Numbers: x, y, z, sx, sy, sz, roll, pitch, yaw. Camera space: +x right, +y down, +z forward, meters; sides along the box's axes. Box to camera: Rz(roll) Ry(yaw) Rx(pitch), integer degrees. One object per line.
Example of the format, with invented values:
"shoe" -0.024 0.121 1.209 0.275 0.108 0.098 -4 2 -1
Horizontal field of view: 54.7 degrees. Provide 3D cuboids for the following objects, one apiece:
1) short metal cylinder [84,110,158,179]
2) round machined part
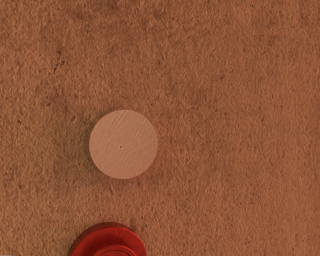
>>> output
"short metal cylinder" -0.049 0.019 0.378 0.081 0.050 0.079 0 90 -21
"round machined part" -0.062 0.170 0.378 0.099 0.042 0.097 0 90 -21
